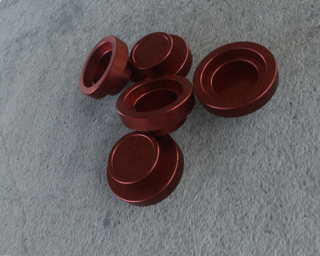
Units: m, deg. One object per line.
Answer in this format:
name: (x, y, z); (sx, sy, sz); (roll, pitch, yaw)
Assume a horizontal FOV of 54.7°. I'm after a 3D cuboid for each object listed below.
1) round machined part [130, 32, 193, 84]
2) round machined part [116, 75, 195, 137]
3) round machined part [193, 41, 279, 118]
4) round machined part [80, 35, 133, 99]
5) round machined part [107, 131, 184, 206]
round machined part: (-0.005, -0.103, 0.458); (0.098, 0.042, 0.098); (-13, 56, 20)
round machined part: (-0.003, -0.026, 0.397); (0.098, 0.042, 0.098); (-12, 35, 9)
round machined part: (0.093, -0.054, 0.378); (0.098, 0.042, 0.098); (-13, 56, 20)
round machined part: (-0.078, -0.088, 0.474); (0.098, 0.042, 0.098); (-27, 51, 39)
round machined part: (-0.024, 0.042, 0.379); (0.098, 0.042, 0.098); (-13, 56, 20)
